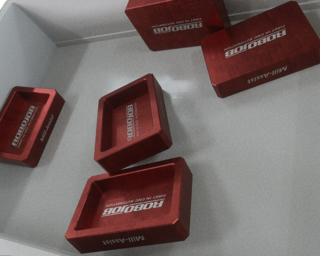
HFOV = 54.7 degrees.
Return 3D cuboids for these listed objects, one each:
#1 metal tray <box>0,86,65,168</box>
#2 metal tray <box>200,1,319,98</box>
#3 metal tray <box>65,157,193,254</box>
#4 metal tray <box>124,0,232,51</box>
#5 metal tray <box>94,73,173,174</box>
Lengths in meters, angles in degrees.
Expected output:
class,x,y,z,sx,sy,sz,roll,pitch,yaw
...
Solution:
class,x,y,z,sx,sy,sz,roll,pitch,yaw
metal tray,-0.224,-0.005,0.511,0.090,0.030,0.130,7,64,17
metal tray,0.124,-0.101,0.399,0.130,0.030,0.090,-19,54,16
metal tray,-0.031,0.085,0.347,0.130,0.030,0.090,-15,35,19
metal tray,0.027,-0.158,0.446,0.130,0.090,0.030,0,62,28
metal tray,-0.038,-0.011,0.409,0.090,0.030,0.130,-24,39,13
